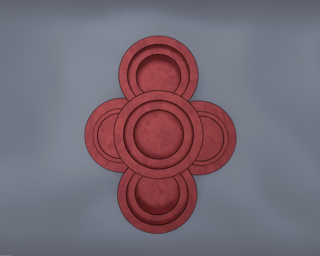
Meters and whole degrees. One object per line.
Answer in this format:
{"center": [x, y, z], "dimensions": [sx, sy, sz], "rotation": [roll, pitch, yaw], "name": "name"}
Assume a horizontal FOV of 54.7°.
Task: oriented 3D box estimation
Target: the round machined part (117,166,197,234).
{"center": [-0.003, 0.082, 0.401], "dimensions": [0.099, 0.042, 0.097], "rotation": [0, 90, -1], "name": "round machined part"}

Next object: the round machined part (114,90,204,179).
{"center": [-0.002, 0.007, 0.359], "dimensions": [0.099, 0.042, 0.097], "rotation": [0, 90, -1], "name": "round machined part"}

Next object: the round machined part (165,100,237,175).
{"center": [0.051, 0.013, 0.401], "dimensions": [0.099, 0.042, 0.097], "rotation": [0, 90, -1], "name": "round machined part"}

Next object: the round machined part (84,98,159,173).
{"center": [-0.049, 0.009, 0.400], "dimensions": [0.099, 0.042, 0.097], "rotation": [0, 90, -1], "name": "round machined part"}

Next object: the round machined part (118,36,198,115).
{"center": [-0.002, -0.065, 0.401], "dimensions": [0.099, 0.042, 0.097], "rotation": [0, 90, -1], "name": "round machined part"}
